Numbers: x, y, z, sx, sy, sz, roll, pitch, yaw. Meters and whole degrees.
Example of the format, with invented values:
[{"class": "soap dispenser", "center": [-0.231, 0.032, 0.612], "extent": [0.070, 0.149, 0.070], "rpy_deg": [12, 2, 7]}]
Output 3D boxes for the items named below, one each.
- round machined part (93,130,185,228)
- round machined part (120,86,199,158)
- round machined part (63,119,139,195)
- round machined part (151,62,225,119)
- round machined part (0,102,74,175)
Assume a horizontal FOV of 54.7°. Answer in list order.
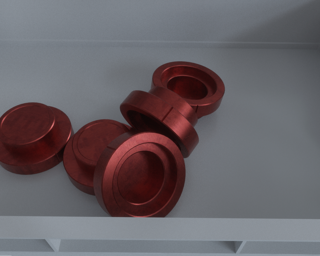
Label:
[{"class": "round machined part", "center": [-0.024, 0.050, 0.328], "extent": [0.099, 0.098, 0.042], "rpy_deg": [-35, 23, -26]}, {"class": "round machined part", "center": [0.005, -0.011, 0.362], "extent": [0.098, 0.098, 0.042], "rpy_deg": [30, 71, 22]}, {"class": "round machined part", "center": [-0.066, 0.028, 0.370], "extent": [0.099, 0.042, 0.098], "rpy_deg": [0, 50, 0]}, {"class": "round machined part", "center": [0.036, -0.047, 0.428], "extent": [0.099, 0.042, 0.098], "rpy_deg": [6, 44, -5]}, {"class": "round machined part", "center": [-0.161, 0.006, 0.387], "extent": [0.099, 0.042, 0.098], "rpy_deg": [0, 50, 0]}]
